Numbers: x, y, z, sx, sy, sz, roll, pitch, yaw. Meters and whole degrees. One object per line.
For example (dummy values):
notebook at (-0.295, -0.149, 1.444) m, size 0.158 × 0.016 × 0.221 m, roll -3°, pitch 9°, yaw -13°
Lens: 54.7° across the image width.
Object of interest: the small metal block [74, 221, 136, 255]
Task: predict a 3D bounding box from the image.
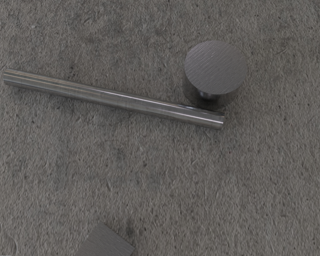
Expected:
small metal block at (-0.063, 0.144, 0.355) m, size 0.050 × 0.025 × 0.050 m, roll 34°, pitch 73°, yaw 11°

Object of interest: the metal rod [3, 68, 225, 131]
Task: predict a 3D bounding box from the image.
metal rod at (-0.064, -0.040, 0.422) m, size 0.302 × 0.025 × 0.025 m, roll 12°, pitch 71°, yaw 4°

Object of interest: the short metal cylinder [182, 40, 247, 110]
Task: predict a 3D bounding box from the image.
short metal cylinder at (0.072, -0.071, 0.421) m, size 0.081 × 0.050 × 0.080 m, roll 0°, pitch 70°, yaw 0°
